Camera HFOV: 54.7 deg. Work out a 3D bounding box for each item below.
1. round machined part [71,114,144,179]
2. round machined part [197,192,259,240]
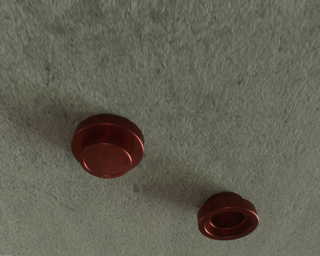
[{"bbox_3d":[-0.071,0.032,0.422,0.099,0.042,0.097,-1,130,0],"label":"round machined part"},{"bbox_3d":[0.112,0.145,0.521,0.099,0.042,0.097,-1,130,0],"label":"round machined part"}]
